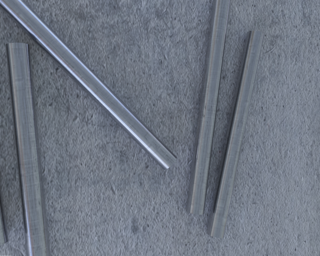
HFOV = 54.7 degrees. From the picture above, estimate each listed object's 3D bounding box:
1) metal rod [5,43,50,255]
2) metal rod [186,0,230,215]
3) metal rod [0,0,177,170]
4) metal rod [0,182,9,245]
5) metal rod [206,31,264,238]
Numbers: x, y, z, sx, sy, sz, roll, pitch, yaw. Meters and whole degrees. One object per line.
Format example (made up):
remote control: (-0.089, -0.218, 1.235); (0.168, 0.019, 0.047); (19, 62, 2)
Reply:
metal rod: (-0.148, 0.055, 0.354); (0.025, 0.025, 0.298); (-6, 92, -20)
metal rod: (0.068, -0.032, 0.433); (0.025, 0.025, 0.298); (9, 87, -20)
metal rod: (-0.088, -0.058, 0.376); (0.300, 0.025, 0.025); (46, 76, -14)
metal rod: (-0.199, -0.021, 0.335); (0.025, 0.025, 0.298); (-8, 93, -20)
metal rod: (0.110, 0.006, 0.449); (0.025, 0.025, 0.299); (14, 85, -20)
